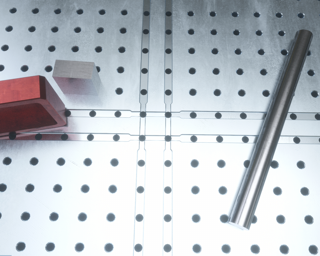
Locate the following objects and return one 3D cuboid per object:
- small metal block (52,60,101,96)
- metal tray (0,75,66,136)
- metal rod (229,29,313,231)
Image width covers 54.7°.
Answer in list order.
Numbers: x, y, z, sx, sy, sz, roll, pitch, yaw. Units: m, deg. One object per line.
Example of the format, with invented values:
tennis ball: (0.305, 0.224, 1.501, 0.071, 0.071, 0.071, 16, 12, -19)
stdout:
small metal block: (-0.112, -0.067, 0.422, 0.050, 0.050, 0.025, 4, 70, 1)
metal tray: (-0.194, -0.022, 0.382, 0.131, 0.090, 0.030, -9, 71, -4)
metal rod: (0.155, -0.011, 0.417, 0.025, 0.025, 0.300, 23, 71, 8)
